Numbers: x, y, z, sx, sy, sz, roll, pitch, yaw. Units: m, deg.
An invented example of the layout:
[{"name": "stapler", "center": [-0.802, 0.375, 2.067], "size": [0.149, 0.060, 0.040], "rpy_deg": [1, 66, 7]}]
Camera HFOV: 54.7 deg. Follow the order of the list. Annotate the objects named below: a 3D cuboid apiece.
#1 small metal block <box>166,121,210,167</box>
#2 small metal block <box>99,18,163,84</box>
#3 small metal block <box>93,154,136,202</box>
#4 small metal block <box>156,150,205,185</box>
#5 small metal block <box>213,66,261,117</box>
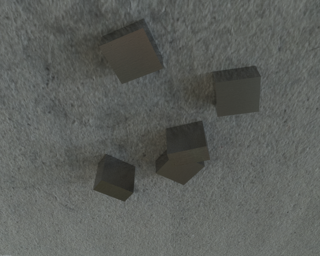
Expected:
[{"name": "small metal block", "center": [0.036, 0.021, 0.409], "size": [0.050, 0.050, 0.025], "rpy_deg": [-12, 129, 10]}, {"name": "small metal block", "center": [-0.030, -0.082, 0.337], "size": [0.050, 0.025, 0.050], "rpy_deg": [-19, 128, 14]}, {"name": "small metal block", "center": [-0.065, 0.072, 0.452], "size": [0.050, 0.050, 0.025], "rpy_deg": [27, 125, -22]}, {"name": "small metal block", "center": [0.029, 0.052, 0.452], "size": [0.050, 0.025, 0.050], "rpy_deg": [27, 125, -21]}, {"name": "small metal block", "center": [0.091, -0.043, 0.372], "size": [0.050, 0.025, 0.050], "rpy_deg": [-7, 130, 5]}]
